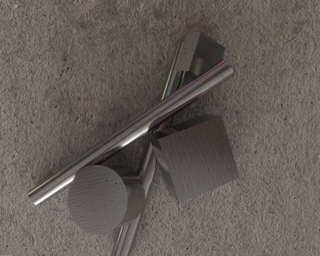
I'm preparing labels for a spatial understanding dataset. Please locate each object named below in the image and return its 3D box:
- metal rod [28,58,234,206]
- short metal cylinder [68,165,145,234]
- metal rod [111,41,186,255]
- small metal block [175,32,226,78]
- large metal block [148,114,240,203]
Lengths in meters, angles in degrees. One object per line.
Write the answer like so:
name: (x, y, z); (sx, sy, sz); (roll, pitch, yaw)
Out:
metal rod: (-0.041, 0.009, 0.393); (0.300, 0.025, 0.025); (-34, 90, 6)
short metal cylinder: (-0.065, 0.086, 0.385); (0.080, 0.050, 0.080); (-2, 83, 20)
metal rod: (-0.010, 0.033, 0.410); (0.025, 0.025, 0.298); (17, 90, 0)
small metal block: (0.053, -0.089, 0.399); (0.050, 0.025, 0.050); (17, 90, -40)
large metal block: (0.041, 0.034, 0.384); (0.081, 0.050, 0.080); (-20, 99, -13)
